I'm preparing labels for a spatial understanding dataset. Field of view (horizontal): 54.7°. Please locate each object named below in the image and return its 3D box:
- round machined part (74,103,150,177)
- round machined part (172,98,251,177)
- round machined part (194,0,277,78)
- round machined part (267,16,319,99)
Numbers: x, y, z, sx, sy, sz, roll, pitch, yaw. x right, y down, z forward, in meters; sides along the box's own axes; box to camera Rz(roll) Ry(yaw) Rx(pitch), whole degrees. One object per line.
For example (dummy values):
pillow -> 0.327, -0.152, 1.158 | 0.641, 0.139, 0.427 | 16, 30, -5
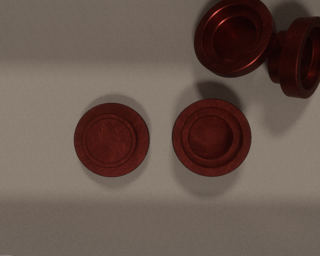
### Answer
round machined part -> -0.063, 0.016, 0.402 | 0.099, 0.042, 0.097 | 0, 90, -1
round machined part -> 0.064, 0.012, 0.404 | 0.099, 0.042, 0.097 | 0, 90, -1
round machined part -> 0.096, -0.110, 0.389 | 0.098, 0.042, 0.097 | -7, 77, 33
round machined part -> 0.170, -0.088, 0.388 | 0.042, 0.099, 0.097 | 16, 90, 42
